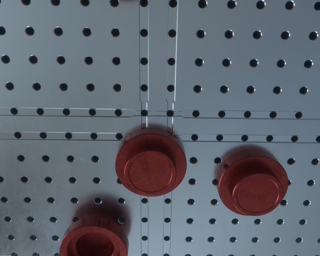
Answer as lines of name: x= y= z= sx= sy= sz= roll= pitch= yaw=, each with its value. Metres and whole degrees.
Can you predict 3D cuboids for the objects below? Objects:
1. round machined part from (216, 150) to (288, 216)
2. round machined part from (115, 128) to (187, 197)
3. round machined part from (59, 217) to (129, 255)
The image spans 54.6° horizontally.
round machined part: x=0.132 y=0.084 z=0.436 sx=0.099 sy=0.042 sz=0.097 roll=0 pitch=110 yaw=0
round machined part: x=-0.013 y=0.053 z=0.424 sx=0.099 sy=0.042 sz=0.097 roll=0 pitch=110 yaw=0
round machined part: x=-0.096 y=0.174 z=0.468 sx=0.099 sy=0.042 sz=0.097 roll=0 pitch=110 yaw=0
